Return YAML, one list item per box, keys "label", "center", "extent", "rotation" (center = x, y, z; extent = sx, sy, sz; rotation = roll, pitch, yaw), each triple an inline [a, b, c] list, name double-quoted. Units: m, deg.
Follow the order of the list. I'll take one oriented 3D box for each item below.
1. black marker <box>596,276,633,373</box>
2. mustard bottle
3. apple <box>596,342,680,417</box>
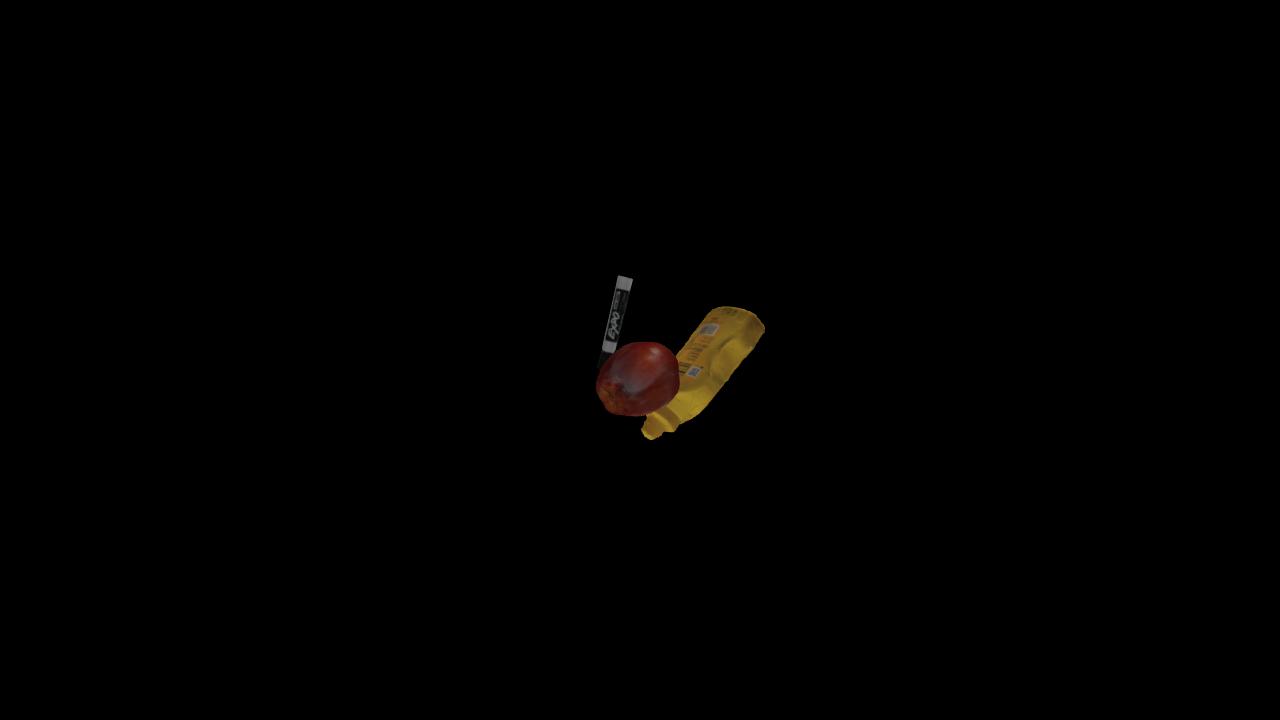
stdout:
- label: "black marker"
  center: [-0.032, -0.041, 0.745]
  extent: [0.020, 0.121, 0.020]
  rotation: [13, 8, -2]
- label: "mustard bottle"
  center: [0.062, 0.018, 0.710]
  extent: [0.092, 0.184, 0.054]
  rotation: [10, -35, 53]
- label: "apple"
  center: [-0.002, 0.018, 0.634]
  extent: [0.079, 0.079, 0.093]
  rotation: [0, 26, 44]
